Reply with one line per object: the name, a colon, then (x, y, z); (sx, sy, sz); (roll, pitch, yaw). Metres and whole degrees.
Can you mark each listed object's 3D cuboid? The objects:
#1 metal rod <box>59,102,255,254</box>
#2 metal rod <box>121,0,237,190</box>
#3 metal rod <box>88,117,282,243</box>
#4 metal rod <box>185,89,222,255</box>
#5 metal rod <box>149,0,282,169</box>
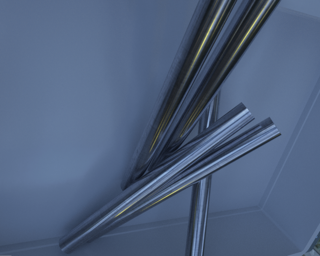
metal rod: (-0.013, 0.070, 0.390); (0.300, 0.025, 0.025); (-38, 131, 13)
metal rod: (0.001, -0.008, 0.327); (0.025, 0.025, 0.298); (-6, 145, -26)
metal rod: (0.014, 0.076, 0.402); (0.300, 0.025, 0.025); (-33, 132, 18)
metal rod: (0.054, 0.090, 0.413); (0.025, 0.025, 0.298); (6, 90, -31)
metal rod: (0.039, -0.027, 0.330); (0.025, 0.025, 0.298); (-6, 148, -25)
